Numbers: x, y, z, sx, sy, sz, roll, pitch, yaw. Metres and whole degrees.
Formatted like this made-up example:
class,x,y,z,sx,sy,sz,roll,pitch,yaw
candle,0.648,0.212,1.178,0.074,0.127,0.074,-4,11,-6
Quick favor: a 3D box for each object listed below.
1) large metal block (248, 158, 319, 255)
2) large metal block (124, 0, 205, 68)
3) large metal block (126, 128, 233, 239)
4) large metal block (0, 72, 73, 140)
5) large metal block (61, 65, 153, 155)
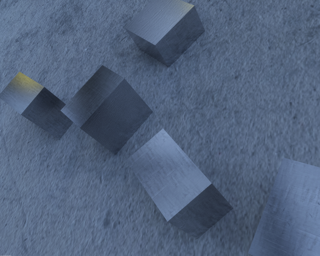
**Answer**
class,x,y,z,sx,sy,sz,roll,pitch,yaw
large metal block,0.119,0.082,0.256,0.050,0.080,0.080,16,70,34
large metal block,0.007,-0.152,0.476,0.080,0.050,0.080,-46,52,-5
large metal block,0.021,0.059,0.320,0.050,0.080,0.080,-41,51,0
large metal block,-0.189,-0.035,0.487,0.080,0.080,0.050,28,77,37
large metal block,-0.068,-0.023,0.417,0.050,0.080,0.080,35,81,38
